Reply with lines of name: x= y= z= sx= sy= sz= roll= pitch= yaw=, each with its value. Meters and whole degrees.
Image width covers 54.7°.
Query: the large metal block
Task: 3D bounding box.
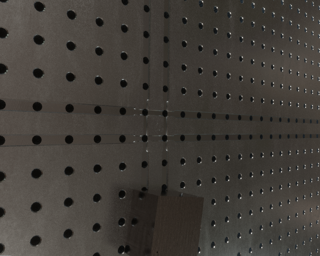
large metal block: x=0.007 y=0.125 z=0.401 sx=0.081 sy=0.050 sz=0.080 roll=13 pitch=82 yaw=-40
